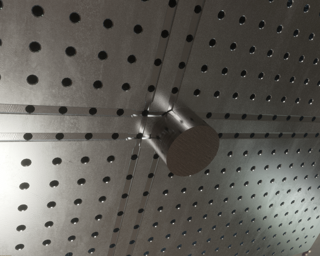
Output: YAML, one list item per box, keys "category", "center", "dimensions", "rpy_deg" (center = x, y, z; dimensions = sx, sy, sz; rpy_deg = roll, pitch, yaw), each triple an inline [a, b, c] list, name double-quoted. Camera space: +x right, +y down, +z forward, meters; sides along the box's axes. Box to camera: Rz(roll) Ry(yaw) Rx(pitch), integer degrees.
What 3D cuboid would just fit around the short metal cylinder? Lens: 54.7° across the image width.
- category: "short metal cylinder"
  center: [0.034, 0.020, 0.428]
  dimensions: [0.081, 0.050, 0.079]
  rpy_deg: [-14, 125, -21]
